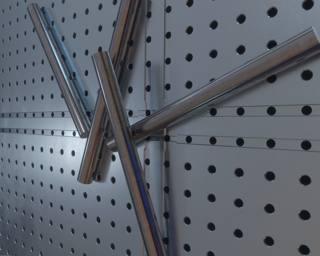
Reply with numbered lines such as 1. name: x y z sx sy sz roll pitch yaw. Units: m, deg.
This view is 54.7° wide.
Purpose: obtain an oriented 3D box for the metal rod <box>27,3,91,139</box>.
1. metal rod: -0.184 -0.113 0.557 0.025 0.025 0.299 -42 65 32

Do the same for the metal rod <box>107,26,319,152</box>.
1. metal rod: 0.039 -0.030 0.375 0.299 0.025 0.025 -27 74 36

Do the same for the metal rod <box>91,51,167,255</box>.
1. metal rod: -0.039 0.044 0.412 0.025 0.025 0.298 -18 87 38

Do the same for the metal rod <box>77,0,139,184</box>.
1. metal rod: -0.082 -0.053 0.473 0.025 0.025 0.298 27 106 36
